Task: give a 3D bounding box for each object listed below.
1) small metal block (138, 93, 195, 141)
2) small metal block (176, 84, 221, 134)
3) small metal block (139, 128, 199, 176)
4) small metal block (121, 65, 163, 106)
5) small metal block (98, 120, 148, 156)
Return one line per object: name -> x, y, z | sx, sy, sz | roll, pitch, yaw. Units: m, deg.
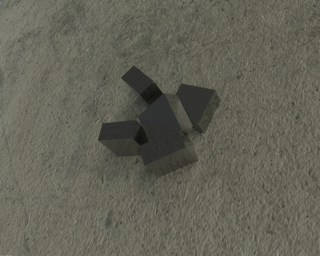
small metal block -> 0.007, -0.007, 0.378 | 0.050, 0.025, 0.050 | -39, 65, 33
small metal block -> 0.042, -0.026, 0.398 | 0.050, 0.025, 0.050 | 17, 70, 34
small metal block -> 0.011, 0.030, 0.362 | 0.050, 0.050, 0.025 | -25, 60, 12
small metal block -> -0.020, -0.053, 0.431 | 0.025, 0.050, 0.050 | -45, 51, -2
small metal block -> -0.043, 0.015, 0.401 | 0.050, 0.050, 0.025 | -5, 60, 26
